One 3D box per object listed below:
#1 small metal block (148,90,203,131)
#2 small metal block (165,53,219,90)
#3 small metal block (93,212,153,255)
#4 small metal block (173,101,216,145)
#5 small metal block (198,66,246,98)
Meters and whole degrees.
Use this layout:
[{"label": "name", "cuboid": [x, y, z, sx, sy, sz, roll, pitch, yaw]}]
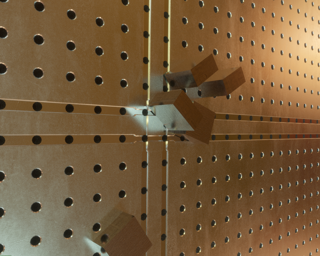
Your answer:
[{"label": "small metal block", "cuboid": [0.020, -0.022, 0.412, 0.050, 0.050, 0.025, 49, 61, -30]}, {"label": "small metal block", "cuboid": [0.044, -0.078, 0.432, 0.050, 0.050, 0.025, -41, 115, -33]}, {"label": "small metal block", "cuboid": [-0.044, 0.140, 0.375, 0.050, 0.025, 0.050, -41, 115, -32]}, {"label": "small metal block", "cuboid": [0.051, -0.007, 0.455, 0.050, 0.025, 0.050, 24, 75, -38]}, {"label": "small metal block", "cuboid": [0.094, -0.070, 0.474, 0.050, 0.050, 0.025, -36, 113, -34]}]
